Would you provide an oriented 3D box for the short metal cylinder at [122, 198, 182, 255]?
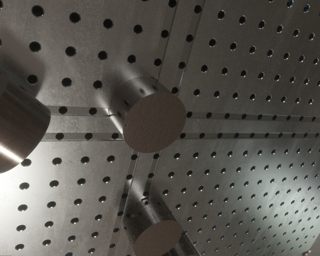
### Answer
[{"bbox_3d":[-0.013,0.158,0.488,0.081,0.050,0.079,-14,125,-21],"label":"short metal cylinder"}]

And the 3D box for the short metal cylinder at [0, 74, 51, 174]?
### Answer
[{"bbox_3d":[-0.152,-0.004,0.291,0.080,0.080,0.050,-42,130,0],"label":"short metal cylinder"}]

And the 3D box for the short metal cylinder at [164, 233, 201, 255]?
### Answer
[{"bbox_3d":[0.031,0.240,0.563,0.081,0.050,0.079,-14,124,-21],"label":"short metal cylinder"}]

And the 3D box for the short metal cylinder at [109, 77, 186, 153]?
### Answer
[{"bbox_3d":[-0.015,-0.016,0.378,0.081,0.050,0.079,-14,125,-21],"label":"short metal cylinder"}]
